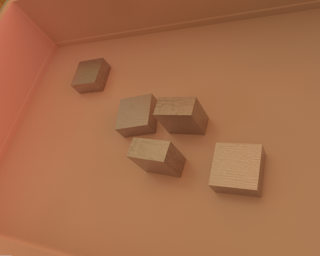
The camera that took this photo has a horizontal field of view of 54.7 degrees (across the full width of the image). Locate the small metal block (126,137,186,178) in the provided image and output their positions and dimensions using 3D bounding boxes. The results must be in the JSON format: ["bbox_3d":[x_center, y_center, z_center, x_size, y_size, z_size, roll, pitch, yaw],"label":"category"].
[{"bbox_3d":[-0.003,0.035,0.370,0.050,0.050,0.025,5,64,30],"label":"small metal block"}]

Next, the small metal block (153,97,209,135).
[{"bbox_3d":[0.027,-0.014,0.384,0.050,0.050,0.025,2,63,29],"label":"small metal block"}]

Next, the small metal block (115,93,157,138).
[{"bbox_3d":[-0.031,-0.017,0.433,0.050,0.025,0.050,-8,58,24],"label":"small metal block"}]

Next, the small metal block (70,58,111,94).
[{"bbox_3d":[-0.116,-0.087,0.520,0.050,0.025,0.050,-2,61,27],"label":"small metal block"}]

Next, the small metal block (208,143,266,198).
[{"bbox_3d":[0.084,0.044,0.334,0.050,0.025,0.050,1,62,28],"label":"small metal block"}]
